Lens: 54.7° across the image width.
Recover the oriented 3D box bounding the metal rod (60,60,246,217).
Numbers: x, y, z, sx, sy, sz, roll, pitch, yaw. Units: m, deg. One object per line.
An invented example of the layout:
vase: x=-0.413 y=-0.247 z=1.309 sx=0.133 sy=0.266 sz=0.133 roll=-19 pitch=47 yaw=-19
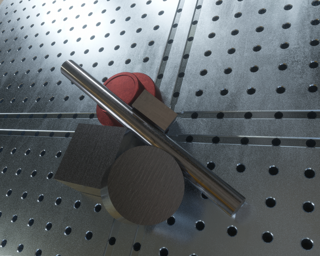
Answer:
metal rod: x=-0.026 y=-0.003 z=0.381 sx=0.300 sy=0.025 sz=0.025 roll=38 pitch=83 yaw=25

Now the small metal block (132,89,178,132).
small metal block: x=-0.006 y=-0.019 z=0.394 sx=0.050 sy=0.050 sz=0.025 roll=38 pitch=85 yaw=4

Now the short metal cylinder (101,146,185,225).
short metal cylinder: x=-0.020 y=0.063 z=0.335 sx=0.081 sy=0.050 sz=0.080 roll=6 pitch=72 yaw=-18

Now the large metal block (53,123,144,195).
large metal block: x=-0.076 y=0.043 z=0.401 sx=0.080 sy=0.050 sz=0.080 roll=5 pitch=64 yaw=30

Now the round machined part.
round machined part: x=-0.051 y=-0.042 z=0.448 sx=0.098 sy=0.042 sz=0.098 roll=-13 pitch=56 yaw=20
